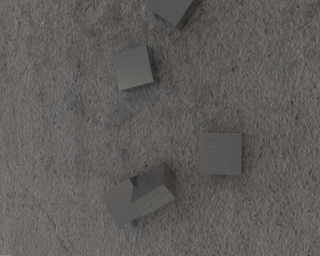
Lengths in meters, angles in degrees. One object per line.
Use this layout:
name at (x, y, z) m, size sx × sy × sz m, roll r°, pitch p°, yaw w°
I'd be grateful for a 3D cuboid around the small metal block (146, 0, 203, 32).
small metal block at (0.019, -0.163, 0.402) m, size 0.050 × 0.025 × 0.050 m, roll 38°, pitch 102°, yaw 16°

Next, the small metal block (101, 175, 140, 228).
small metal block at (-0.044, 0.101, 0.424) m, size 0.050 × 0.025 × 0.050 m, roll -34°, pitch 79°, yaw 17°

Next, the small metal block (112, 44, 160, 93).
small metal block at (-0.032, -0.079, 0.420) m, size 0.050 × 0.025 × 0.050 m, roll -13°, pitch 86°, yaw 19°

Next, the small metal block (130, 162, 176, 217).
small metal block at (-0.007, 0.077, 0.395) m, size 0.050 × 0.050 × 0.025 m, roll -33°, pitch 110°, yaw 17°

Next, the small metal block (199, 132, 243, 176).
small metal block at (0.076, 0.030, 0.382) m, size 0.050 × 0.025 × 0.050 m, roll 1°, pitch 90°, yaw 20°
